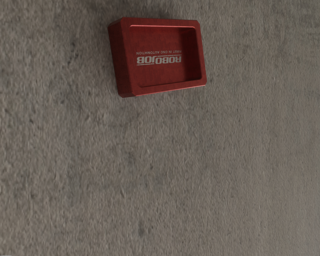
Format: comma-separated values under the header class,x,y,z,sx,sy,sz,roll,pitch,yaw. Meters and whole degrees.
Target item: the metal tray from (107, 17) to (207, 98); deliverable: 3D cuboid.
class,x,y,z,sx,sy,sz,roll,pitch,yaw
metal tray,0.002,-0.092,0.401,0.131,0.030,0.090,-14,99,-39
